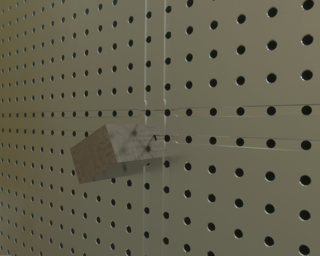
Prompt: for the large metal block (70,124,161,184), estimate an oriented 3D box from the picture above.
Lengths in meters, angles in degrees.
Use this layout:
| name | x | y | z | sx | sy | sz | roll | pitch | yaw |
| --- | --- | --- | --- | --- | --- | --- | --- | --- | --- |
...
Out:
| name | x | y | z | sx | sy | sz | roll | pitch | yaw |
| --- | --- | --- | --- | --- | --- | --- | --- | --- | --- |
| large metal block | -0.060 | 0.034 | 0.421 | 0.080 | 0.081 | 0.050 | -31 | 71 | 35 |
